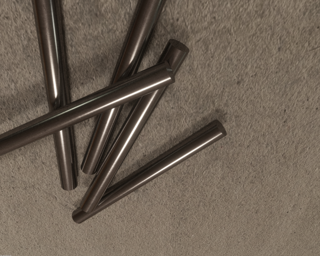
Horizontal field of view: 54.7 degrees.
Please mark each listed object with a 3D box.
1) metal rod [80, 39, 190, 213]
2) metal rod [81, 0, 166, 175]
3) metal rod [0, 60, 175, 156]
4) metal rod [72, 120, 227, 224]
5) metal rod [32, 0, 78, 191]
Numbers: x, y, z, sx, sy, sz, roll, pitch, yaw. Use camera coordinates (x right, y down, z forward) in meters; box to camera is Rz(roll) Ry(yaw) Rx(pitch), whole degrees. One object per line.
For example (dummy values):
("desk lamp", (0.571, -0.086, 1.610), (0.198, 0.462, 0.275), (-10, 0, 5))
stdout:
("metal rod", (-0.047, 0.018, 0.412), (0.025, 0.025, 0.298), (21, 124, -18))
("metal rod", (-0.048, -0.047, 0.366), (0.025, 0.025, 0.298), (17, 128, -14))
("metal rod", (-0.124, -0.007, 0.364), (0.300, 0.025, 0.025), (-21, 127, 16))
("metal rod", (-0.031, 0.076, 0.471), (0.299, 0.025, 0.025), (-35, 122, 25))
("metal rod", (-0.124, -0.026, 0.383), (0.025, 0.025, 0.298), (4, 130, -4))
